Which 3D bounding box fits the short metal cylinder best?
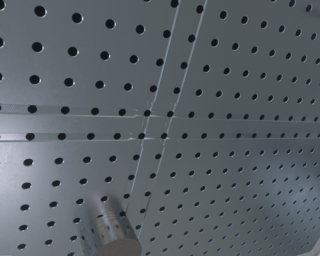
[{"bbox_3d":[-0.074,0.176,0.463,0.081,0.050,0.079,-14,124,-21],"label":"short metal cylinder"}]
